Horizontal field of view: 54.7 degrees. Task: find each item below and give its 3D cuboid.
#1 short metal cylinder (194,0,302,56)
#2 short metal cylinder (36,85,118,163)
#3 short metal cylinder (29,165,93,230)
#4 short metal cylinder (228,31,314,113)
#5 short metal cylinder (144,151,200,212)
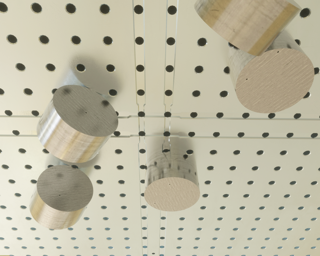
[{"bbox_3d":[0.079,-0.111,0.282,0.080,0.080,0.050,24,126,-20],"label":"short metal cylinder"},{"bbox_3d":[-0.098,-0.005,0.370,0.080,0.080,0.050,27,125,-22],"label":"short metal cylinder"},{"bbox_3d":[-0.146,0.102,0.460,0.080,0.080,0.050,21,127,-17],"label":"short metal cylinder"},{"bbox_3d":[0.120,-0.063,0.344,0.081,0.050,0.079,0,130,0],"label":"short metal cylinder"},{"bbox_3d":[0.017,0.081,0.465,0.081,0.050,0.079,0,130,0],"label":"short metal cylinder"}]
